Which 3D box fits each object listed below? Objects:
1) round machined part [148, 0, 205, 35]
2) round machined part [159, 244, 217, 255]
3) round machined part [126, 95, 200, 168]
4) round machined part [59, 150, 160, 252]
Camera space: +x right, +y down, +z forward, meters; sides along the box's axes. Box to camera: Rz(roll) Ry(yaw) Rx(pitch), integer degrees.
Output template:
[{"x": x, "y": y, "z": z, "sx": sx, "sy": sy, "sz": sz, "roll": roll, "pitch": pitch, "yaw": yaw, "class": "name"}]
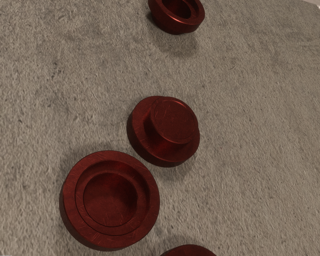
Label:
[{"x": 0.024, "y": -0.199, "z": 0.529, "sx": 0.099, "sy": 0.042, "sz": 0.098, "roll": 14, "pitch": 56, "yaw": -21, "class": "round machined part"}, {"x": 0.037, "y": 0.168, "z": 0.312, "sx": 0.099, "sy": 0.042, "sz": 0.098, "roll": 14, "pitch": 56, "yaw": -21, "class": "round machined part"}, {"x": 0.010, "y": -0.002, "z": 0.401, "sx": 0.099, "sy": 0.042, "sz": 0.098, "roll": 14, "pitch": 56, "yaw": -21, "class": "round machined part"}, {"x": -0.053, "y": 0.076, "z": 0.319, "sx": 0.099, "sy": 0.042, "sz": 0.098, "roll": 14, "pitch": 56, "yaw": -21, "class": "round machined part"}]
